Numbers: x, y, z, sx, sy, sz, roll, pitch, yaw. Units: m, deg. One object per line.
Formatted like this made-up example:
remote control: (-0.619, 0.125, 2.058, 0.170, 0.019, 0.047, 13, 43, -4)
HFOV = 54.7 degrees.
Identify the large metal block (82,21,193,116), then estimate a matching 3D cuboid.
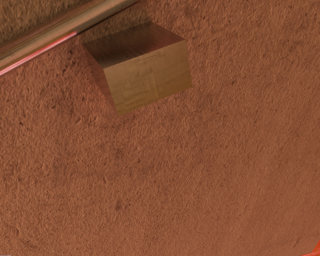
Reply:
large metal block: (-0.025, -0.065, 0.318, 0.081, 0.080, 0.050, -23, 127, -14)

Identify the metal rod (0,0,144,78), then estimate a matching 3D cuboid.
metal rod: (-0.052, -0.121, 0.303, 0.301, 0.025, 0.025, -32, 129, -8)
